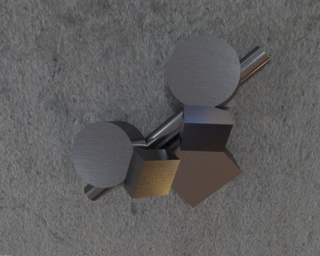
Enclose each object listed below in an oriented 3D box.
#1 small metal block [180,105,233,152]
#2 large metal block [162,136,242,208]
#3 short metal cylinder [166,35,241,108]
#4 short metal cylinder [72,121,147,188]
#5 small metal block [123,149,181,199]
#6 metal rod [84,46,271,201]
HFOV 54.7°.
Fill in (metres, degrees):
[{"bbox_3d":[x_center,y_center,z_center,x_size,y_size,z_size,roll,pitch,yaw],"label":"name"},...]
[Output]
[{"bbox_3d":[0.050,0.002,0.346,0.050,0.025,0.050,2,141,-1],"label":"small metal block"},{"bbox_3d":[0.047,0.045,0.413,0.080,0.050,0.080,-40,106,13],"label":"large metal block"},{"bbox_3d":[0.053,-0.062,0.360,0.080,0.050,0.079,0,92,15],"label":"short metal cylinder"},{"bbox_3d":[-0.062,0.031,0.393,0.080,0.050,0.079,0,92,15],"label":"short metal cylinder"},{"bbox_3d":[-0.010,0.053,0.364,0.050,0.025,0.050,3,114,-36],"label":"small metal block"},{"bbox_3d":[0.014,0.002,0.411,0.300,0.025,0.025,-39,106,13],"label":"metal rod"}]
